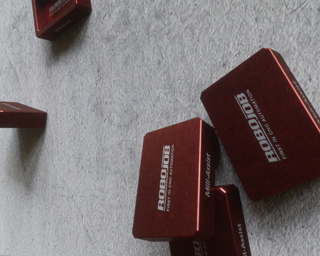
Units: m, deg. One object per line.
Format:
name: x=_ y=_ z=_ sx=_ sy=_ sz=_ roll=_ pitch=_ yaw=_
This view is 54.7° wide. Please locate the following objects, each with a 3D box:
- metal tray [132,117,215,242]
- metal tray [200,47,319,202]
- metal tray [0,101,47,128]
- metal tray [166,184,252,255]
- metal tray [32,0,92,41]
metal tray: x=0.017 y=0.060 z=0.355 sx=0.090 sy=0.030 sz=0.130 roll=-18 pitch=55 yaw=38
metal tray: x=0.107 y=-0.003 z=0.314 sx=0.090 sy=0.030 sz=0.130 roll=-36 pitch=68 yaw=34
metal tray: x=-0.296 y=-0.028 z=0.607 sx=0.130 sy=0.091 sz=0.030 roll=16 pitch=100 yaw=39
metal tray: x=0.055 y=0.135 z=0.357 sx=0.090 sy=0.030 sz=0.129 roll=-16 pitch=80 yaw=39
metal tray: x=-0.178 y=-0.222 z=0.548 sx=0.130 sy=0.030 sz=0.090 roll=-16 pitch=80 yaw=38
